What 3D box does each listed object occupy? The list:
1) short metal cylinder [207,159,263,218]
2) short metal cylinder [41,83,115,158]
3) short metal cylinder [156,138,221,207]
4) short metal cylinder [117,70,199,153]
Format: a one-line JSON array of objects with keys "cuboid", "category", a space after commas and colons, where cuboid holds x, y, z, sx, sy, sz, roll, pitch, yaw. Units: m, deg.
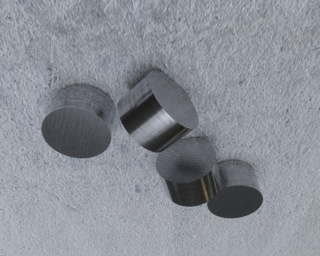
[{"cuboid": [0.109, 0.093, 0.471, 0.081, 0.050, 0.079, 0, 130, 0], "category": "short metal cylinder"}, {"cuboid": [-0.098, -0.008, 0.383, 0.081, 0.050, 0.079, 0, 130, 0], "category": "short metal cylinder"}, {"cuboid": [0.039, 0.059, 0.421, 0.080, 0.080, 0.050, -11, 129, 9], "category": "short metal cylinder"}, {"cuboid": [-0.001, -0.019, 0.355, 0.080, 0.080, 0.050, 37, 121, -27], "category": "short metal cylinder"}]
